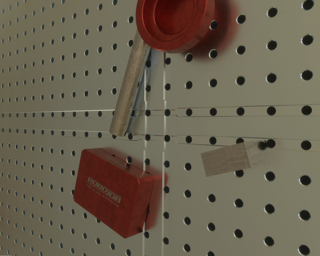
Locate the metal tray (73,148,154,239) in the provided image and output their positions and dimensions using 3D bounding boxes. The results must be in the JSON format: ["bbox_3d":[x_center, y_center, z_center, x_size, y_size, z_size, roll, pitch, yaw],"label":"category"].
[{"bbox_3d":[-0.074,0.093,0.465,0.130,0.030,0.089,21,103,37],"label":"metal tray"}]

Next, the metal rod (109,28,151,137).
[{"bbox_3d":[-0.020,-0.130,0.423,0.025,0.025,0.298,28,107,36],"label":"metal rod"}]

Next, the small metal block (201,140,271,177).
[{"bbox_3d":[0.080,0.032,0.326,0.050,0.050,0.025,-20,78,38],"label":"small metal block"}]

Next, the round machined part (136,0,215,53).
[{"bbox_3d":[0.022,-0.139,0.375,0.098,0.042,0.097,1,92,34],"label":"round machined part"}]
